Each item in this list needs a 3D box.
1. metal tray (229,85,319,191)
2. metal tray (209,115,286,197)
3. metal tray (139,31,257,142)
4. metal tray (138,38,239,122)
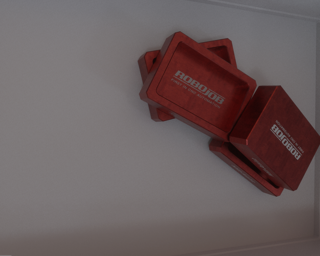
[{"bbox_3d":[0.159,0.015,0.417,0.130,0.030,0.090,40,76,-29],"label":"metal tray"},{"bbox_3d":[0.145,0.030,0.457,0.130,0.030,0.090,38,78,-20],"label":"metal tray"},{"bbox_3d":[0.051,-0.049,0.393,0.131,0.030,0.090,28,82,-19],"label":"metal tray"},{"bbox_3d":[0.044,-0.066,0.423,0.131,0.030,0.089,-15,95,-20],"label":"metal tray"}]
